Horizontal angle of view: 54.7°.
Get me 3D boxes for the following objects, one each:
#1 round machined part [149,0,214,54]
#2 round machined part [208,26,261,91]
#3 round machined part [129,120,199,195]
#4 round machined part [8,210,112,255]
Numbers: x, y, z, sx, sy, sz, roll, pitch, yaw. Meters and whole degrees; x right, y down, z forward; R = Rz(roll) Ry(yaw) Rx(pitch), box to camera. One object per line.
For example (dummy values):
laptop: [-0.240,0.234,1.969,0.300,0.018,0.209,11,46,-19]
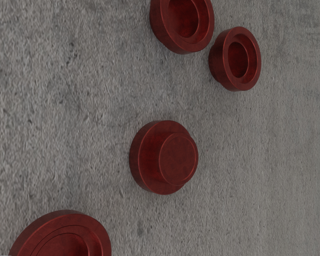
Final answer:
round machined part: [0.025,-0.147,0.414,0.099,0.042,0.097,0,90,-40]
round machined part: [0.114,-0.106,0.489,0.099,0.042,0.097,0,90,-40]
round machined part: [0.012,0.039,0.404,0.099,0.042,0.097,0,90,-40]
round machined part: [-0.102,0.130,0.309,0.099,0.042,0.097,0,90,-40]
